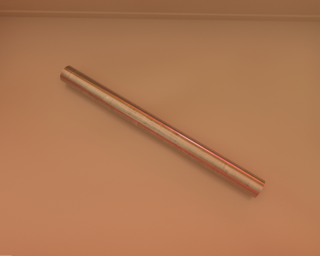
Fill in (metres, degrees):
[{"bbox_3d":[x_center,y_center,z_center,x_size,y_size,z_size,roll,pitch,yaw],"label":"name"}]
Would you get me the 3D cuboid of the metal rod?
[{"bbox_3d":[-0.004,0.000,0.407,0.301,0.025,0.025,31,73,10],"label":"metal rod"}]
